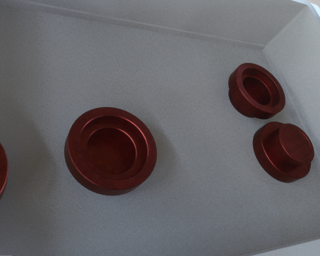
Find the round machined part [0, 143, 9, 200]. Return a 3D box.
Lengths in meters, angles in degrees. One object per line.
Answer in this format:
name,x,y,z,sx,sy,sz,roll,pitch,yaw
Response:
round machined part,-0.186,0.044,0.268,0.099,0.042,0.098,14,56,-21

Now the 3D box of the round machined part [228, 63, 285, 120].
round machined part,0.153,-0.056,0.511,0.099,0.042,0.098,14,56,-21

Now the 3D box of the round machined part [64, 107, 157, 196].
round machined part,-0.057,0.029,0.347,0.099,0.042,0.098,14,56,-21

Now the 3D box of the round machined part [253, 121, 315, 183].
round machined part,0.198,0.032,0.481,0.099,0.042,0.098,14,56,-21
